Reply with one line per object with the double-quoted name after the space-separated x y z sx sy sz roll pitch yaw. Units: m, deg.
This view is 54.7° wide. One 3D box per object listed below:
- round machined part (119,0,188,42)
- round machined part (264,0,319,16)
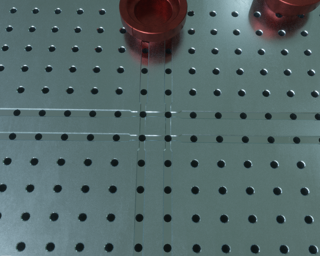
-0.010 -0.169 0.464 0.099 0.042 0.098 0 70 -1 "round machined part"
0.205 -0.216 0.484 0.099 0.042 0.098 0 70 -1 "round machined part"
